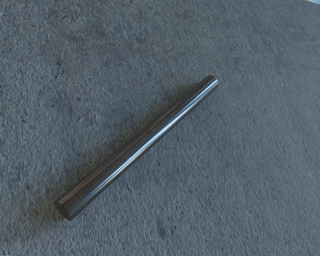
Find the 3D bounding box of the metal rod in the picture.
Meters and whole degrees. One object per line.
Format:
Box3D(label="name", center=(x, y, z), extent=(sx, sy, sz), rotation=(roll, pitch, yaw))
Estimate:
Box3D(label="metal rod", center=(-0.007, 0.005, 0.399), extent=(0.025, 0.025, 0.302), rotation=(46, 51, 4))
